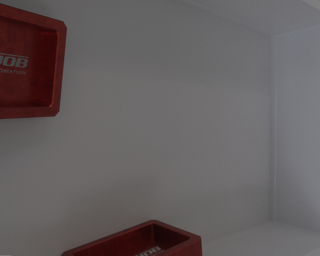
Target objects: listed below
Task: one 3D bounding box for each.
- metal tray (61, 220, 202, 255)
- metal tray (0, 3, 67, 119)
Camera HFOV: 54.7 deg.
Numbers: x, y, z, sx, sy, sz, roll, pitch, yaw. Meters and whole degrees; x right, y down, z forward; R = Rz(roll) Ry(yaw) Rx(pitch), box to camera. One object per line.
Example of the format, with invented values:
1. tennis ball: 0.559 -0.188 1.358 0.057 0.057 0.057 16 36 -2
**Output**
1. metal tray: -0.028 0.143 0.340 0.131 0.090 0.030 -7 95 -40
2. metal tray: -0.138 -0.053 0.248 0.131 0.030 0.089 -8 108 -59
